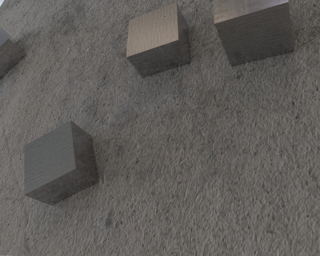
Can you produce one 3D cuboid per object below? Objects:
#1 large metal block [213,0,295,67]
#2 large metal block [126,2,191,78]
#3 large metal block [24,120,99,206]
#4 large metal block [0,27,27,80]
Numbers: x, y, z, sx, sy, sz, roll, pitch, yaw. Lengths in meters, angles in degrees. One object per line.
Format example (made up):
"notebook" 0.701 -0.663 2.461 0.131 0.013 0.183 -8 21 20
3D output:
"large metal block" 0.118 -0.130 0.386 0.080 0.080 0.050 -10 58 23
"large metal block" -0.001 -0.132 0.470 0.080 0.050 0.080 -13 56 21
"large metal block" -0.138 0.049 0.430 0.080 0.050 0.080 -27 52 11
"large metal block" -0.349 -0.164 0.672 0.080 0.050 0.080 -45 51 -3
